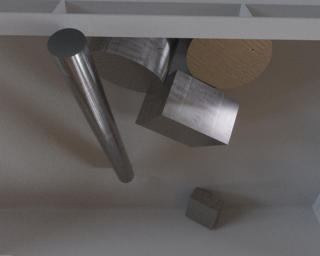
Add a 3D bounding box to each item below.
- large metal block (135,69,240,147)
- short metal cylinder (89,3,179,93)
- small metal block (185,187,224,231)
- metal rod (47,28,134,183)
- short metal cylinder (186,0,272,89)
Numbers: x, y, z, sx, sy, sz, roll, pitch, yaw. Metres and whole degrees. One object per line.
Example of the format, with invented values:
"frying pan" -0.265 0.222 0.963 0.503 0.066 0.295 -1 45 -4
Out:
"large metal block" 0.029 -0.017 0.353 0.080 0.050 0.080 24 166 -20
"short metal cylinder" -0.027 -0.074 0.303 0.080 0.050 0.080 17 167 4
"small metal block" 0.072 0.132 0.507 0.050 0.025 0.050 24 132 22
"metal rod" -0.056 0.008 0.337 0.025 0.025 0.299 -2 155 1
"short metal cylinder" 0.067 -0.087 0.314 0.081 0.050 0.080 1 137 1
